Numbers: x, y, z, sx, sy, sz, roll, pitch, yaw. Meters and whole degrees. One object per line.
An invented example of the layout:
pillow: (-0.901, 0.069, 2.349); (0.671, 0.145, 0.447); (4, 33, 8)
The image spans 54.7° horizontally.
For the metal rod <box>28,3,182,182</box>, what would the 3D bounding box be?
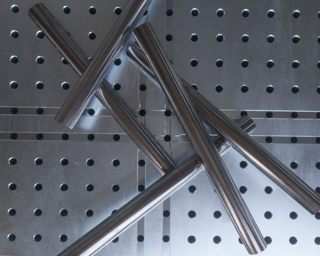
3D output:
metal rod: (-0.069, -0.041, 0.412); (0.025, 0.025, 0.300); (-40, 91, 0)

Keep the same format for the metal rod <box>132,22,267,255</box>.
metal rod: (0.047, 0.012, 0.372); (0.025, 0.025, 0.299); (-28, 89, 0)

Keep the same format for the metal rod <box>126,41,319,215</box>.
metal rod: (0.073, -0.007, 0.386); (0.300, 0.025, 0.025); (42, 90, 11)

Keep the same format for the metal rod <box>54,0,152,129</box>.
metal rod: (-0.044, -0.133, 0.396); (0.025, 0.025, 0.299); (30, 83, -1)

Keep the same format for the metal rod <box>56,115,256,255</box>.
metal rod: (0.000, 0.077, 0.382); (0.301, 0.025, 0.025); (-35, 90, -13)
